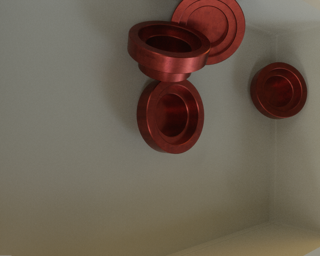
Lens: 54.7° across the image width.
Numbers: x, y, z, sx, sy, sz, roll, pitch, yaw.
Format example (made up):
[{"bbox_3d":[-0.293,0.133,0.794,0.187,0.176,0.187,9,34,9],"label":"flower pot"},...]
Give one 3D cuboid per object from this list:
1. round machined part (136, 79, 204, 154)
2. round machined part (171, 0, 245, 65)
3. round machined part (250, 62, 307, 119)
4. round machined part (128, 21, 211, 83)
[{"bbox_3d":[0.009,-0.016,0.403,0.099,0.042,0.097,0,90,-40],"label":"round machined part"},{"bbox_3d":[0.064,-0.140,0.425,0.098,0.098,0.042,59,20,-23],"label":"round machined part"},{"bbox_3d":[0.205,-0.063,0.550,0.099,0.042,0.097,1,83,-12],"label":"round machined part"},{"bbox_3d":[0.009,-0.091,0.379,0.099,0.098,0.042,-27,143,-37],"label":"round machined part"}]
